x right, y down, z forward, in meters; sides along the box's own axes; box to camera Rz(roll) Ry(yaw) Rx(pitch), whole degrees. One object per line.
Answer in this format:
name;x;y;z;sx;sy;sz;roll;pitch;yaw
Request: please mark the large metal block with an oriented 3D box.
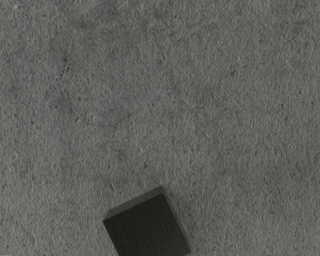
large metal block;-0.016;0.131;0.397;0.080;0.050;0.080;-25;90;0
